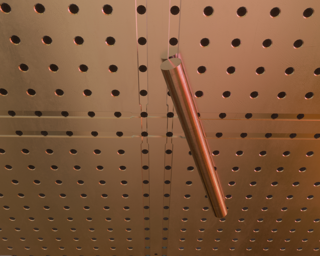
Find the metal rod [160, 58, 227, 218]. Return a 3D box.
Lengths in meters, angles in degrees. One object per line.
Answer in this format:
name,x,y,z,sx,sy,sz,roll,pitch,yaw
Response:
metal rod,0.058,0.036,0.442,0.025,0.025,0.299,-14,129,11
